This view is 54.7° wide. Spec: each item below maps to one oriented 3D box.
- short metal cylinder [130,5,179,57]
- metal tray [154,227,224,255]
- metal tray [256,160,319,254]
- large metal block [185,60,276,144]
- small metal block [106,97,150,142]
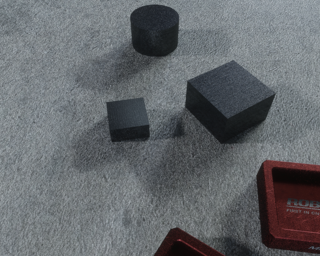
[{"bbox_3d":[-0.009,-0.166,0.527,0.081,0.050,0.080,0,50,0],"label":"short metal cylinder"},{"bbox_3d":[0.016,0.164,0.262,0.090,0.030,0.131,26,55,20],"label":"metal tray"},{"bbox_3d":[0.175,0.085,0.329,0.131,0.030,0.090,6,50,4],"label":"metal tray"},{"bbox_3d":[0.092,-0.037,0.419,0.081,0.050,0.080,-26,55,-21],"label":"large metal block"},{"bbox_3d":[-0.043,-0.012,0.413,0.050,0.025,0.050,-8,51,-7],"label":"small metal block"}]
